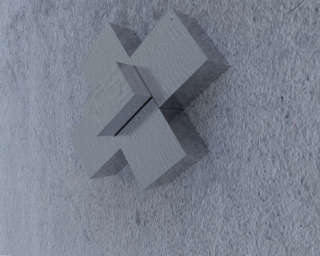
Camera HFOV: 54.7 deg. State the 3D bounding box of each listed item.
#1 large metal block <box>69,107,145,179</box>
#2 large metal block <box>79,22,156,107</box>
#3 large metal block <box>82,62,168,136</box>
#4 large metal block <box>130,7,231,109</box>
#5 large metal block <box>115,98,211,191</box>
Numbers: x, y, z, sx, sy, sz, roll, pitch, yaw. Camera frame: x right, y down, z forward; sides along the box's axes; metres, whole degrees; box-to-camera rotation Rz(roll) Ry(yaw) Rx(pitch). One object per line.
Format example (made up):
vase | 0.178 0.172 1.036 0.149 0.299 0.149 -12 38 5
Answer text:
large metal block | -0.077 0.017 0.451 0.080 0.050 0.080 -44 64 31
large metal block | -0.059 -0.085 0.435 0.080 0.050 0.080 -44 64 31
large metal block | -0.039 -0.033 0.400 0.080 0.081 0.050 -44 64 31
large metal block | 0.022 -0.079 0.370 0.080 0.050 0.080 -44 64 31
large metal block | 0.001 0.020 0.386 0.080 0.050 0.080 -44 64 31
